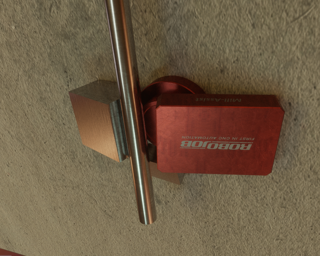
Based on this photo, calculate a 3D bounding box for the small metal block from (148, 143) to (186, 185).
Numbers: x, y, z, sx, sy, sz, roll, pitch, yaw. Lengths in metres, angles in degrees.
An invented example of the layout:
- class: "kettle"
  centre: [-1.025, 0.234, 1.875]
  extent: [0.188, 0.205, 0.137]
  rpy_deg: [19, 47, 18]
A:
- class: "small metal block"
  centre: [0.007, 0.050, 0.423]
  extent: [0.050, 0.025, 0.050]
  rpy_deg: [15, 150, 20]

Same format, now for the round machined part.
- class: "round machined part"
  centre: [0.013, -0.011, 0.383]
  extent: [0.098, 0.042, 0.097]
  rpy_deg: [13, 124, 21]

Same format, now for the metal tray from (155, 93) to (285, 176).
- class: "metal tray"
  centre: [0.062, 0.008, 0.349]
  extent: [0.131, 0.030, 0.089]
  rpy_deg: [1, 122, 4]

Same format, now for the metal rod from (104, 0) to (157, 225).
- class: "metal rod"
  centre: [-0.030, -0.006, 0.366]
  extent: [0.025, 0.025, 0.298]
  rpy_deg: [7, 120, 24]

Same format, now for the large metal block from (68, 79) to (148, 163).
- class: "large metal block"
  centre: [-0.067, -0.012, 0.405]
  extent: [0.080, 0.050, 0.079]
  rpy_deg: [19, 128, 39]
